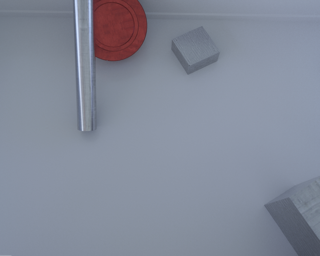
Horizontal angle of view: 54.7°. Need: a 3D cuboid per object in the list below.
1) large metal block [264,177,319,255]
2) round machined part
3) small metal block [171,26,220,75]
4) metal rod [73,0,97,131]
[{"bbox_3d":[0.173,0.104,0.344,0.050,0.080,0.080,-29,73,-10],"label":"large metal block"},{"bbox_3d":[-0.066,-0.141,0.424,0.099,0.042,0.097,-4,109,-11],"label":"round machined part"},{"bbox_3d":[0.051,-0.113,0.452,0.050,0.025,0.050,-27,72,-10],"label":"small metal block"},{"bbox_3d":[-0.093,-0.144,0.377,0.025,0.025,0.298,1,103,0],"label":"metal rod"}]
